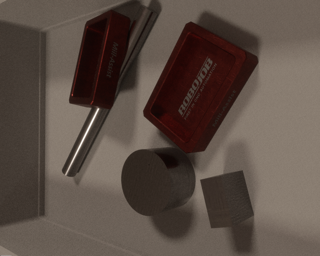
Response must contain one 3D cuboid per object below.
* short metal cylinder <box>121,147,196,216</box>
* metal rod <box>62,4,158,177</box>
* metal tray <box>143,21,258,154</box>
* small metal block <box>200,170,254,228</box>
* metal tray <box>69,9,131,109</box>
[{"bbox_3d":[-0.003,0.065,0.391,0.080,0.050,0.079,0,90,39],"label":"short metal cylinder"},{"bbox_3d":[-0.085,-0.042,0.474,0.025,0.025,0.298,45,117,30],"label":"metal rod"},{"bbox_3d":[0.042,-0.046,0.367,0.090,0.030,0.129,41,115,32],"label":"metal tray"},{"bbox_3d":[0.072,0.075,0.330,0.025,0.050,0.050,-20,78,38],"label":"small metal block"},{"bbox_3d":[-0.089,-0.094,0.447,0.090,0.030,0.129,8,86,54],"label":"metal tray"}]
